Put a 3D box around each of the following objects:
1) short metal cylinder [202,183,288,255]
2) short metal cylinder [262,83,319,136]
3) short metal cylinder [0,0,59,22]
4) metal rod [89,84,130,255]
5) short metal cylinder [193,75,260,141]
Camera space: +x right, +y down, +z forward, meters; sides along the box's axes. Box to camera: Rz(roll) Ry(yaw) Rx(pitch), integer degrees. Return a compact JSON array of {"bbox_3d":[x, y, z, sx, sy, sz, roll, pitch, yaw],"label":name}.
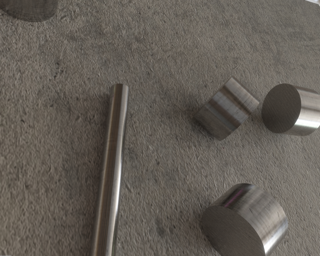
[{"bbox_3d":[0.095,0.110,0.352,0.050,0.080,0.080,-28,77,-37],"label":"short metal cylinder"},{"bbox_3d":[0.213,-0.028,0.500,0.050,0.080,0.080,7,59,-25],"label":"short metal cylinder"},{"bbox_3d":[-0.174,-0.188,0.409,0.081,0.050,0.080,14,56,-21],"label":"short metal cylinder"},{"bbox_3d":[-0.055,0.077,0.327,0.025,0.025,0.299,14,56,-20],"label":"metal rod"},{"bbox_3d":[0.092,-0.027,0.435,0.050,0.080,0.080,43,51,1],"label":"short metal cylinder"}]
